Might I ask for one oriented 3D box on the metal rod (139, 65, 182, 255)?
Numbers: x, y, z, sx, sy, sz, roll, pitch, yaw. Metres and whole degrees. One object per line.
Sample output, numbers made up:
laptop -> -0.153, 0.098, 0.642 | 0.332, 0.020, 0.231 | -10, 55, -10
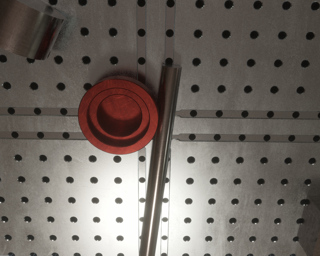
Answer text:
metal rod -> -0.003, 0.062, 0.436 | 0.025, 0.025, 0.298 | 6, 110, -3

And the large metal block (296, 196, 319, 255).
large metal block -> 0.261, 0.150, 0.459 | 0.081, 0.050, 0.079 | 3, 110, -2

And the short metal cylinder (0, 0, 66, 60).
short metal cylinder -> -0.152, -0.117, 0.339 | 0.080, 0.080, 0.050 | 28, 108, -10

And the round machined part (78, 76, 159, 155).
round machined part -> -0.050, -0.019, 0.396 | 0.099, 0.042, 0.097 | 0, 110, 0
